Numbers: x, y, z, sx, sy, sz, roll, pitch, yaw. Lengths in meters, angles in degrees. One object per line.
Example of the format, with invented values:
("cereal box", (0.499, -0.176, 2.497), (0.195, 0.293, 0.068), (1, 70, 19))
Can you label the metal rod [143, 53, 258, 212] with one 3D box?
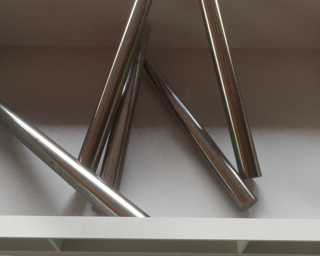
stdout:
("metal rod", (0.029, -0.019, 0.421), (0.025, 0.025, 0.300), (-21, 53, -17))

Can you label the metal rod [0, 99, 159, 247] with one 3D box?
("metal rod", (-0.120, 0.031, 0.350), (0.300, 0.025, 0.025), (29, 55, 32))

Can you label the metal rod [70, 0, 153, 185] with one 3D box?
("metal rod", (-0.055, -0.069, 0.402), (0.025, 0.025, 0.299), (12, 69, 9))

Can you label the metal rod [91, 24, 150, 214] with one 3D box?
("metal rod", (-0.044, -0.035, 0.414), (0.025, 0.025, 0.300), (5, 56, 4))

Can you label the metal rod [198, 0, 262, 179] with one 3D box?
("metal rod", (0.082, -0.083, 0.399), (0.025, 0.025, 0.299), (-8, 74, -7))
